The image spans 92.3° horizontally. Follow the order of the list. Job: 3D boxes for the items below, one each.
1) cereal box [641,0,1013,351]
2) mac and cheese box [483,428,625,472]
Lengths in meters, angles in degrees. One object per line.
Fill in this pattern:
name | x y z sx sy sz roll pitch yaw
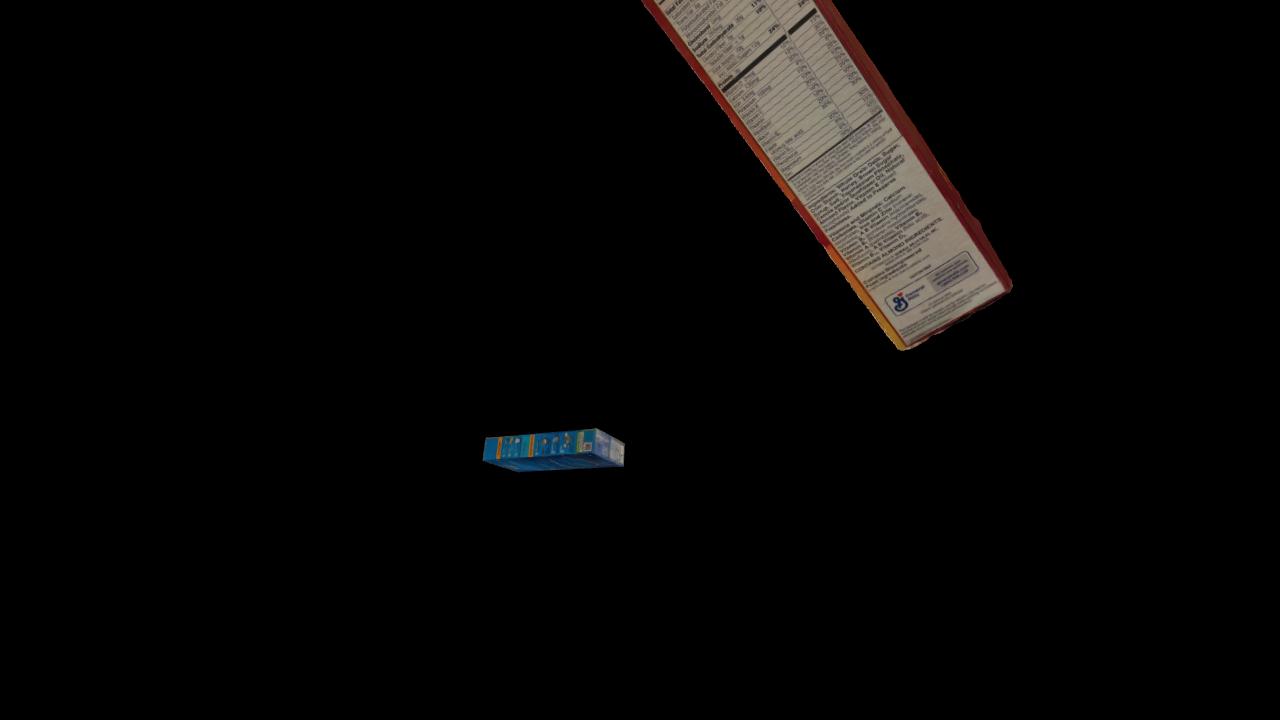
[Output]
cereal box | 0.107 -0.177 0.403 0.081 0.306 0.203 -35 16 28
mac and cheese box | -0.122 0.132 0.882 0.184 0.041 0.093 -7 -22 24
